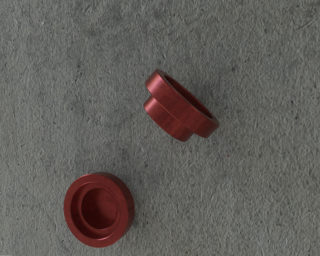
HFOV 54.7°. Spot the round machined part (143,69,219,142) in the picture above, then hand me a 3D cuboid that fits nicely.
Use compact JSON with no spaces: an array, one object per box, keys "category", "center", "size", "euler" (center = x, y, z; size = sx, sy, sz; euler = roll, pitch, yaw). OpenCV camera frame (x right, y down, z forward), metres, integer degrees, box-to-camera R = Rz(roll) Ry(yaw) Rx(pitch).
[{"category":"round machined part","center":[0.019,-0.021,0.363],"size":[0.098,0.098,0.042],"euler":[46,104,14]}]

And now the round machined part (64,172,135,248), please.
[{"category":"round machined part","center":[-0.079,0.109,0.428],"size":[0.098,0.042,0.097],"euler":[0,90,20]}]
